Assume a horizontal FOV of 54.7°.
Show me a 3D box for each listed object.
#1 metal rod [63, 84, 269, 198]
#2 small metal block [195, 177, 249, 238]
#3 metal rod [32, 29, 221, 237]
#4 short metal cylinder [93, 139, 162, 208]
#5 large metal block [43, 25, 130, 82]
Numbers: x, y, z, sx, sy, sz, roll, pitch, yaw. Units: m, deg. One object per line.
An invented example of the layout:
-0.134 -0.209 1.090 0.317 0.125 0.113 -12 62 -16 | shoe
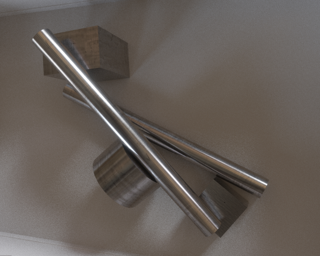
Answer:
-0.005 0.008 0.410 0.301 0.025 0.025 26 99 17 | metal rod
0.073 0.096 0.383 0.050 0.025 0.050 40 102 15 | small metal block
-0.038 0.005 0.360 0.025 0.025 0.300 -42 90 15 | metal rod
-0.037 0.052 0.391 0.050 0.080 0.080 -42 77 15 | short metal cylinder
-0.096 -0.093 0.413 0.080 0.080 0.050 -4 89 19 | large metal block
